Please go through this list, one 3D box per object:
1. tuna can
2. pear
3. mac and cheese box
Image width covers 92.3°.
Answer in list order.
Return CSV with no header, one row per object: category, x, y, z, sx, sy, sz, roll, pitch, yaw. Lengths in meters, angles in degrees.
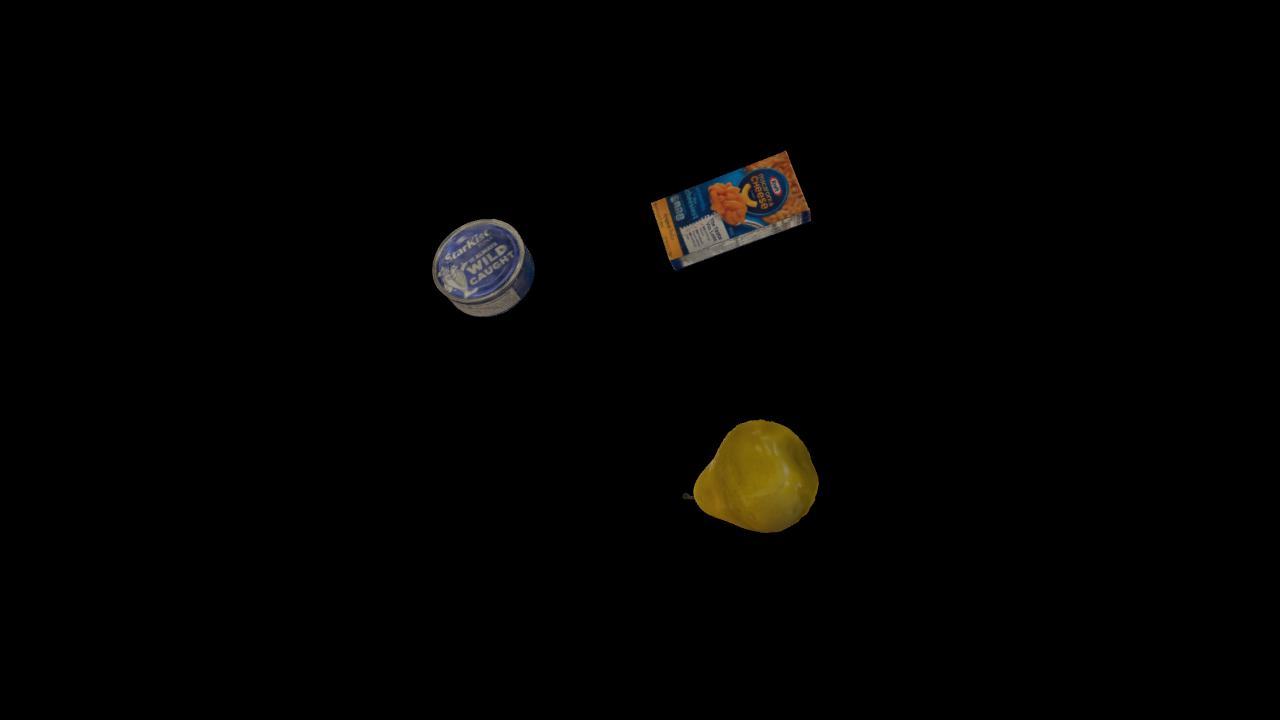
tuna can,-0.137,-0.081,0.543,0.084,0.084,0.034,0,-23,11
pear,0.072,0.095,0.453,0.111,0.080,0.080,-37,-21,30
mac and cheese box,0.115,-0.191,0.792,0.184,0.093,0.041,-19,-20,11
